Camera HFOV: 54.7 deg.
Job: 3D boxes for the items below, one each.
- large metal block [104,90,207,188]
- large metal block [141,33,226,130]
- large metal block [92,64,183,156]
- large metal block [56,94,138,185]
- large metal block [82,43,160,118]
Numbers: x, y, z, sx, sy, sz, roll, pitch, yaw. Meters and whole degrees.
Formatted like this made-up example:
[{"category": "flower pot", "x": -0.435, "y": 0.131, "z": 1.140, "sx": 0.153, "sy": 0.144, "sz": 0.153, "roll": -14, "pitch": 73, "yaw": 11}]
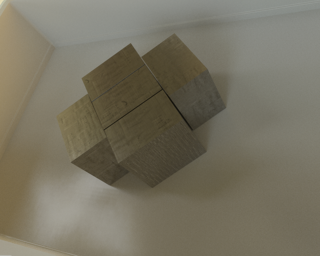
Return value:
[{"category": "large metal block", "x": -0.003, "y": 0.016, "z": 0.361, "sx": 0.080, "sy": 0.080, "sz": 0.050, "roll": -35, "pitch": 52, "yaw": 5}, {"category": "large metal block", "x": 0.030, "y": -0.057, "z": 0.387, "sx": 0.050, "sy": 0.080, "sz": 0.080, "roll": -35, "pitch": 52, "yaw": 5}, {"category": "large metal block", "x": -0.024, "y": -0.019, "z": 0.392, "sx": 0.080, "sy": 0.080, "sz": 0.050, "roll": -35, "pitch": 52, "yaw": 5}, {"category": "large metal block", "x": -0.079, "y": 0.016, "z": 0.399, "sx": 0.050, "sy": 0.080, "sz": 0.080, "roll": -35, "pitch": 52, "yaw": 5}, {"category": "large metal block", "x": -0.044, "y": -0.053, "z": 0.423, "sx": 0.080, "sy": 0.080, "sz": 0.050, "roll": -35, "pitch": 52, "yaw": 5}]
